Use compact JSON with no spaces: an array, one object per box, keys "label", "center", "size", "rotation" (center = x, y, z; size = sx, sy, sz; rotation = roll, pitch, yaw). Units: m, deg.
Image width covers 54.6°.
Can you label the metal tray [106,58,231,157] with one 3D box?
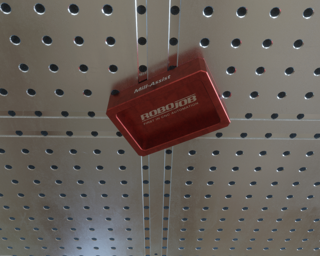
[{"label":"metal tray","center":[0.011,-0.021,0.390],"size":[0.130,0.030,0.090],"rotation":[-21,127,17]}]
